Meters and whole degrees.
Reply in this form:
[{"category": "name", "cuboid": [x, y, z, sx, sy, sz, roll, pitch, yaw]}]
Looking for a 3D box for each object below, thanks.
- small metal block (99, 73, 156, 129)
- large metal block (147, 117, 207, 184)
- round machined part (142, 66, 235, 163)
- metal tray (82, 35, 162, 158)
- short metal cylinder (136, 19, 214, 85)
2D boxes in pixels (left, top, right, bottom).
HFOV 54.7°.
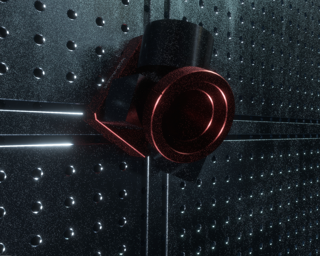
[{"category": "small metal block", "cuboid": [-0.033, -0.026, 0.325, 0.025, 0.050, 0.050, 25, 74, -38]}, {"category": "large metal block", "cuboid": [0.033, 0.015, 0.399, 0.080, 0.050, 0.080, -63, 156, -21]}, {"category": "round machined part", "cuboid": [0.026, -0.016, 0.325, 0.099, 0.042, 0.097, -11, 115, -24]}, {"category": "metal tray", "cuboid": [-0.024, -0.040, 0.388, 0.090, 0.030, 0.130, 42, 64, -32]}, {"category": "short metal cylinder", "cuboid": [0.017, -0.080, 0.350, 0.081, 0.080, 0.050, 17, 79, -39]}]
